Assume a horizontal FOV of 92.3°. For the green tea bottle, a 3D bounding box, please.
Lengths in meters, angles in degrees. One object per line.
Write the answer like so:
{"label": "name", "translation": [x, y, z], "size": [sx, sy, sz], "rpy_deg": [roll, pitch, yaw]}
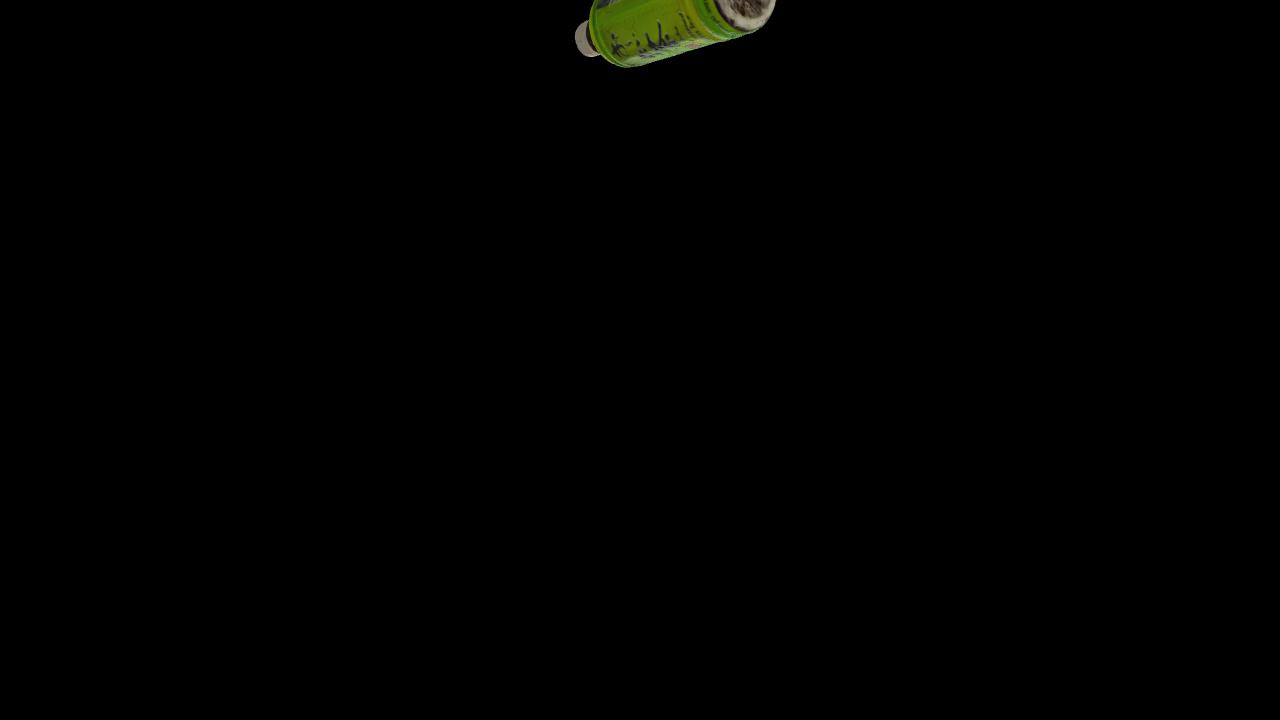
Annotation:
{"label": "green tea bottle", "translation": [0.012, -0.284, 0.503], "size": [0.073, 0.073, 0.212], "rpy_deg": [0, 14, -37]}
